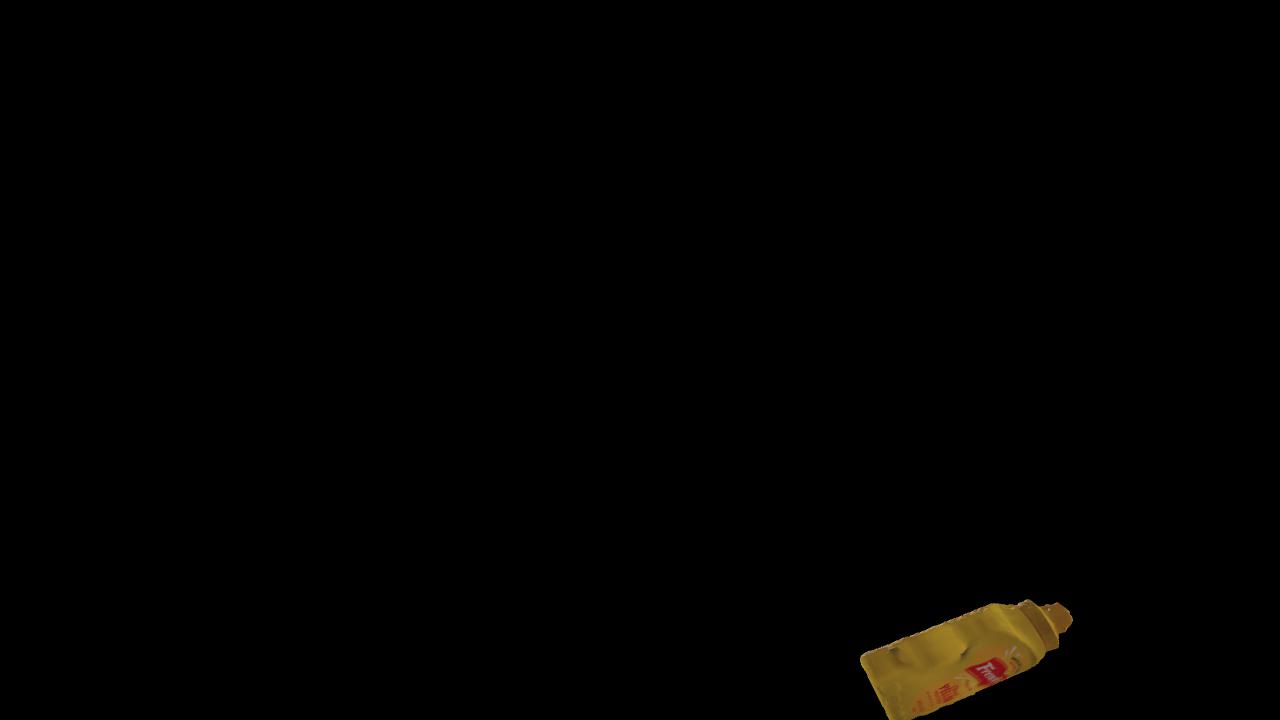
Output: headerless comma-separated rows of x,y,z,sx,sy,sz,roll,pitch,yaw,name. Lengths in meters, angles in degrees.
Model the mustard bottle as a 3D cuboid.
0.297,0.263,0.553,0.184,0.092,0.054,-26,27,6,mustard bottle
